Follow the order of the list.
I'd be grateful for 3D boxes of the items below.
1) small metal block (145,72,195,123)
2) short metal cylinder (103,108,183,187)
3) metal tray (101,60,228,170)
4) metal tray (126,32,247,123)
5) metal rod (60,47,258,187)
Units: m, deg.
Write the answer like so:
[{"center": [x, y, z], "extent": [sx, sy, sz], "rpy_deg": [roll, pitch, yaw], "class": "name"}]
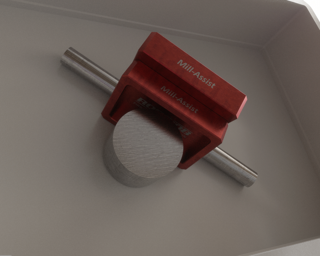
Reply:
[{"center": [0.015, -0.043, 0.440], "extent": [0.050, 0.025, 0.050], "rpy_deg": [35, 51, -5], "class": "small metal block"}, {"center": [-0.020, 0.024, 0.356], "extent": [0.081, 0.050, 0.080], "rpy_deg": [9, 66, -19], "class": "short metal cylinder"}, {"center": [0.003, -0.010, 0.371], "extent": [0.130, 0.090, 0.030], "rpy_deg": [34, 51, -7], "class": "metal tray"}, {"center": [0.026, -0.047, 0.374], "extent": [0.130, 0.090, 0.030], "rpy_deg": [34, 68, -7], "class": "metal tray"}, {"center": [0.003, -0.011, 0.415], "extent": [0.301, 0.025, 0.025], "rpy_deg": [34, 51, -6], "class": "metal rod"}]
